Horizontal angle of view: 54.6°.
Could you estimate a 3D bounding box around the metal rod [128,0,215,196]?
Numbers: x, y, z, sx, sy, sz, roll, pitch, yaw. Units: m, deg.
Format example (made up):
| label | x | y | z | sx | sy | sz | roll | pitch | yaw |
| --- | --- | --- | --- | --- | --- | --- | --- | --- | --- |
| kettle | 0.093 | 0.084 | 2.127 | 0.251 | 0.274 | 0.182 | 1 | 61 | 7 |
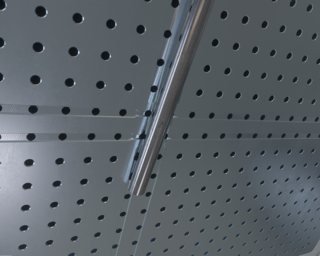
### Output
| label | x | y | z | sx | sy | sz | roll | pitch | yaw |
| --- | --- | --- | --- | --- | --- | --- | --- | --- | --- |
| metal rod | 0.012 | -0.041 | 0.391 | 0.025 | 0.025 | 0.298 | 6 | 116 | -31 |
